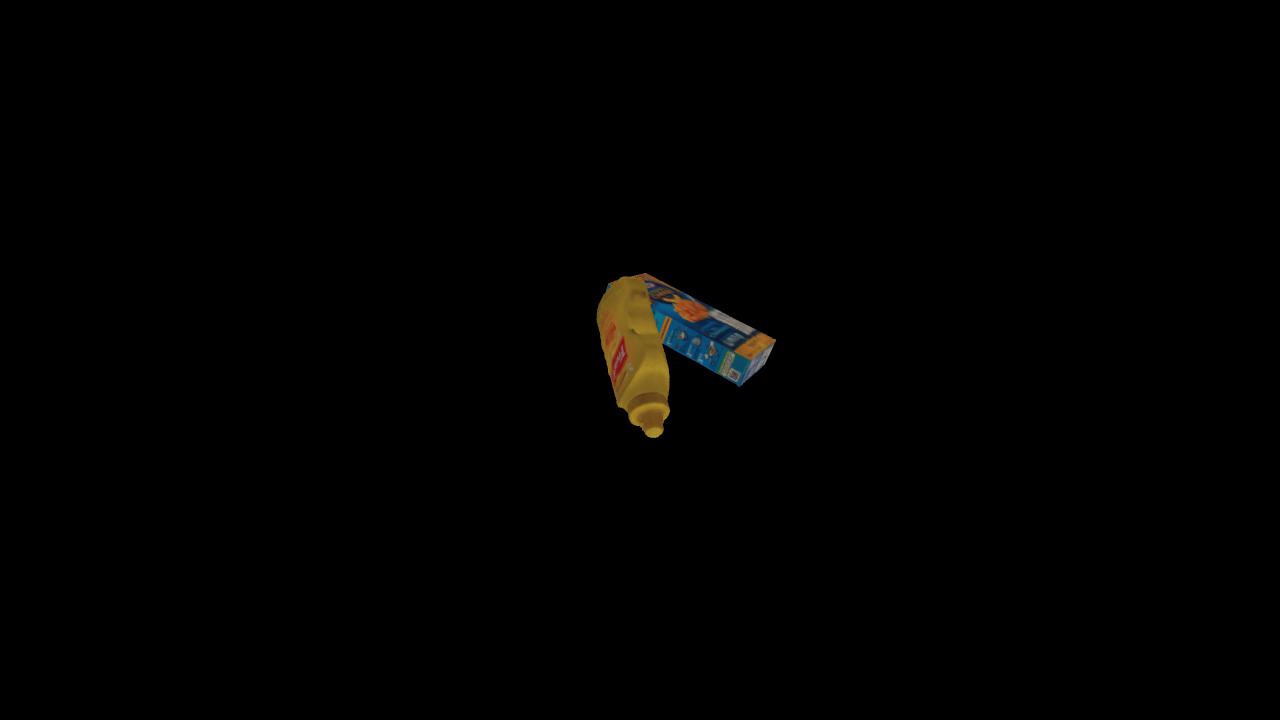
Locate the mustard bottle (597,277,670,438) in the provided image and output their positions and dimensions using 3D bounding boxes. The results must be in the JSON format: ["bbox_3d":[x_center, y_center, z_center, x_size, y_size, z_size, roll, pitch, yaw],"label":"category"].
[{"bbox_3d":[-0.004,0.003,0.658,0.054,0.184,0.092,9,-44,-28],"label":"mustard bottle"}]

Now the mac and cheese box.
[{"bbox_3d":[0.055,-0.040,0.701,0.184,0.041,0.093,30,28,19],"label":"mac and cheese box"}]
